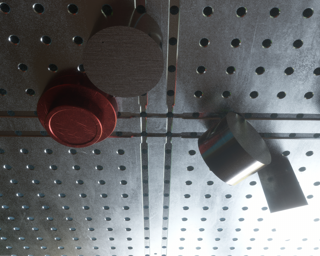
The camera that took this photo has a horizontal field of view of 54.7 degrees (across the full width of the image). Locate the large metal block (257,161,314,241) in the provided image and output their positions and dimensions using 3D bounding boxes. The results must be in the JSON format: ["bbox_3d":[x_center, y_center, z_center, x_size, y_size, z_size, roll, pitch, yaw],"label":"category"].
[{"bbox_3d":[0.190,0.112,0.472,0.050,0.080,0.080,-18,128,14],"label":"large metal block"}]

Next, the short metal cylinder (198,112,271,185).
[{"bbox_3d":[0.096,0.026,0.399,0.080,0.080,0.050,32,123,-24],"label":"short metal cylinder"}]

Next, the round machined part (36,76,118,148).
[{"bbox_3d":[-0.104,-0.013,0.388,0.099,0.042,0.097,0,130,0],"label":"round machined part"}]

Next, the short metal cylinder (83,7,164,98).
[{"bbox_3d":[-0.036,-0.079,0.327,0.081,0.050,0.079,0,130,0],"label":"short metal cylinder"}]
